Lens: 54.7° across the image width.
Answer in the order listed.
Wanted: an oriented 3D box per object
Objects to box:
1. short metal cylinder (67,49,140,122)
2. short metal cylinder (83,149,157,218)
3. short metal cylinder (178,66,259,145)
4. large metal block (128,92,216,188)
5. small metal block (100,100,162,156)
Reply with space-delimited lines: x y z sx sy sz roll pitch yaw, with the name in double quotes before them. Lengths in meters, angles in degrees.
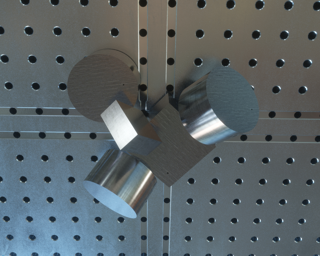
"short metal cylinder" -0.065 -0.052 0.377 0.081 0.050 0.079 0 110 0
"short metal cylinder" -0.051 0.072 0.400 0.080 0.050 0.080 25 150 16
"short metal cylinder" 0.069 -0.025 0.364 0.080 0.080 0.050 41 143 -14
"large metal block" 0.011 0.015 0.399 0.080 0.050 0.080 43 104 -14
"small metal block" -0.031 0.001 0.343 0.025 0.050 0.050 -42 61 16
